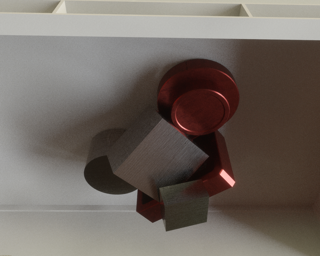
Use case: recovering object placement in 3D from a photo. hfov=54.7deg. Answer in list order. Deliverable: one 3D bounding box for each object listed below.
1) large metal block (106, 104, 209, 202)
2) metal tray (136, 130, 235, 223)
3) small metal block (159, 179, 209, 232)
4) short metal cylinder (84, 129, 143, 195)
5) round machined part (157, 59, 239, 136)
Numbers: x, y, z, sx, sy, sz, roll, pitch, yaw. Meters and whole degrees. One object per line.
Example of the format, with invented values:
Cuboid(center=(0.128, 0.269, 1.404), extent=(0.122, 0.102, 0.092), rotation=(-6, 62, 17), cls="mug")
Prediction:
Cuboid(center=(-0.004, 0.032, 0.371), extent=(0.080, 0.050, 0.080), rotation=(39, 95, -28), cls="large metal block")
Cuboid(center=(0.029, 0.061, 0.416), extent=(0.130, 0.090, 0.030), rotation=(-31, 123, 23), cls="metal tray")
Cuboid(center=(0.028, 0.090, 0.359), extent=(0.050, 0.025, 0.050), rotation=(-10, 130, -9), cls="small metal block")
Cuboid(center=(-0.060, 0.048, 0.430), extent=(0.081, 0.050, 0.079), rotation=(0, 130, 0), cls="short metal cylinder")
Cuboid(center=(0.046, -0.029, 0.371), extent=(0.099, 0.042, 0.097), rotation=(-1, 130, 0), cls="round machined part")
